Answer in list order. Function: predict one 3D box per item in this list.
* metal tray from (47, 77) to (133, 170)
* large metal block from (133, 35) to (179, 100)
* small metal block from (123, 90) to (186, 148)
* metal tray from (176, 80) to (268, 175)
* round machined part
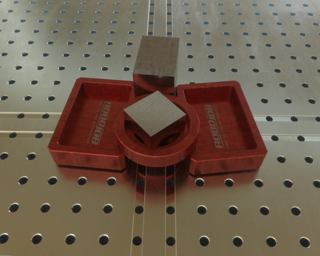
[{"bbox_3d":[-0.080,-0.011,0.407,0.091,0.030,0.130,5,50,4],"label":"metal tray"},{"bbox_3d":[-0.003,-0.068,0.424,0.050,0.080,0.080,5,50,4],"label":"large metal block"},{"bbox_3d":[-0.006,-0.010,0.356,0.050,0.025,0.050,-32,57,-24],"label":"small metal block"},{"bbox_3d":[0.073,-0.005,0.404,0.091,0.030,0.130,-5,50,-4],"label":"metal tray"},{"bbox_3d":[-0.003,0.006,0.374,0.099,0.042,0.098,0,50,0],"label":"round machined part"}]
